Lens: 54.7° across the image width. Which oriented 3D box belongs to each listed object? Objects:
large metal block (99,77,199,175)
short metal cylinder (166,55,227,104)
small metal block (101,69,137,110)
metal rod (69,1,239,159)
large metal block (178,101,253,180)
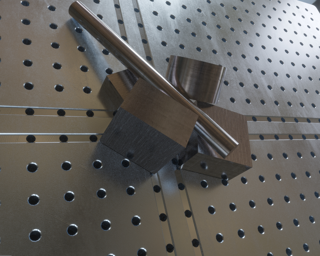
[{"bbox_3d":[-0.015,0.001,0.365,0.080,0.080,0.050,32,51,-8],"label":"large metal block"},{"bbox_3d":[0.048,-0.068,0.433,0.081,0.080,0.050,8,102,-24],"label":"short metal cylinder"},{"bbox_3d":[-0.042,-0.051,0.418,0.050,0.025,0.050,-27,77,-37],"label":"small metal block"},{"bbox_3d":[-0.019,-0.073,0.405,0.300,0.025,0.025,44,50,17],"label":"metal rod"},{"bbox_3d":[0.073,0.018,0.422,0.081,0.050,0.080,16,55,-19],"label":"large metal block"}]
